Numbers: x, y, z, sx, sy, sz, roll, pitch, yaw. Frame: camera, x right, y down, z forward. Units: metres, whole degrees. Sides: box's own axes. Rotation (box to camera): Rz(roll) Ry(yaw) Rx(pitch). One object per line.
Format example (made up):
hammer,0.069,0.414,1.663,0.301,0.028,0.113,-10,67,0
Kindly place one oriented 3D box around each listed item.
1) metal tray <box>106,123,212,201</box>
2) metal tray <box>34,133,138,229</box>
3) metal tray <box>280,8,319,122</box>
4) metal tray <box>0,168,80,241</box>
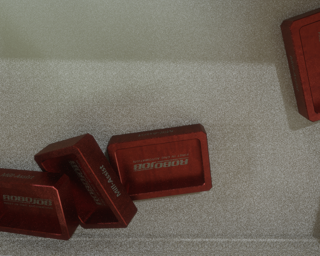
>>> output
metal tray,0.001,0.048,0.426,0.131,0.030,0.089,-8,110,2
metal tray,-0.098,0.076,0.413,0.090,0.030,0.130,-14,112,35
metal tray,0.210,-0.082,0.381,0.090,0.030,0.129,-19,109,6
metal tray,-0.183,0.103,0.423,0.131,0.030,0.089,2,116,13
